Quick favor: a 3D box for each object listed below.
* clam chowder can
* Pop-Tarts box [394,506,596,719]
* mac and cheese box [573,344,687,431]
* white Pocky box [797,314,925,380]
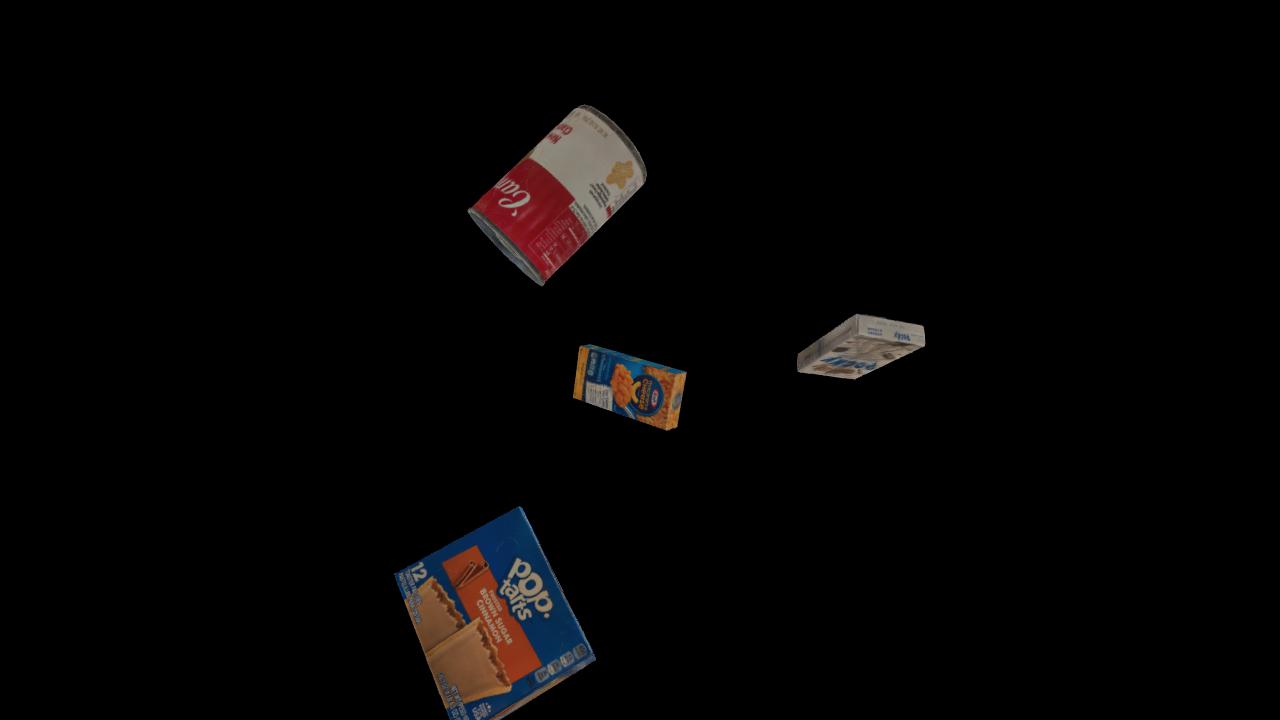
[{"bbox_3d":[-0.053,-0.108,0.406,0.068,0.102,0.068,44,-6,6],"label":"clam chowder can"},{"bbox_3d":[-0.146,0.265,0.633,0.141,0.167,0.083,-26,-24,-15],"label":"Pop-Tarts box"},{"bbox_3d":[-0.020,0.041,0.980,0.184,0.093,0.041,16,12,30],"label":"mac and cheese box"},{"bbox_3d":[0.257,-0.012,0.735,0.084,0.028,0.154,8,-18,-9],"label":"white Pocky box"}]
